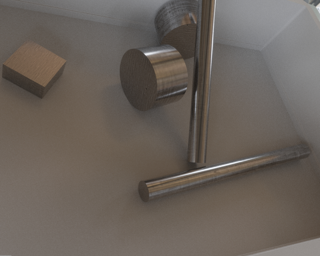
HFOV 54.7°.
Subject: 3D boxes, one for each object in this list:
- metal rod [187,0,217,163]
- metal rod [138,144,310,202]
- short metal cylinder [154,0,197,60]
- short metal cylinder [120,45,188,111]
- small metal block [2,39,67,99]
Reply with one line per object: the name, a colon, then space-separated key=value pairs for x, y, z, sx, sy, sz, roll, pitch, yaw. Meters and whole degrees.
metal rod: x=0.059 y=-0.103 z=0.419 sx=0.025 sy=0.025 sz=0.298 roll=6 pitch=86 yaw=-26
metal rod: x=0.109 y=0.055 z=0.432 sx=0.303 sy=0.025 sz=0.025 roll=-8 pitch=66 yaw=-32
short metal cylinder: x=0.035 y=-0.152 z=0.484 sx=0.081 sy=0.080 sz=0.050 roll=2 pitch=61 yaw=-28
short metal cylinder: x=-0.009 y=-0.067 z=0.407 sx=0.050 sy=0.080 sz=0.080 roll=-20 pitch=72 yaw=-36
small metal block: x=-0.149 y=-0.071 z=0.369 sx=0.050 sy=0.025 sz=0.050 roll=30 pitch=52 yaw=-10
